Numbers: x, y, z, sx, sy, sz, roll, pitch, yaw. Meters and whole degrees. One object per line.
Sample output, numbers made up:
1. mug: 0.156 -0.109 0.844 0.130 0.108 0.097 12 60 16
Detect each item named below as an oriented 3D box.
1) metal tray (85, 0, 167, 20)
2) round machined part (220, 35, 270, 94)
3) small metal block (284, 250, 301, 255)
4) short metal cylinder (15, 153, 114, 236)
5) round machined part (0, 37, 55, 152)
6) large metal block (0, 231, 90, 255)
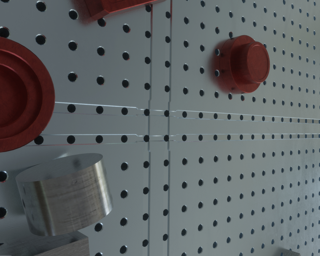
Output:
1. metal tray: -0.038 -0.192 0.373 0.131 0.030 0.090 -32 110 -35
2. round machined part: 0.149 -0.108 0.522 0.099 0.042 0.097 0 90 -40
3. small metal block: 0.271 0.290 0.637 0.050 0.025 0.050 -36 112 -34
4. short metal cylinder: -0.090 0.060 0.298 0.081 0.080 0.050 -18 102 -39
5. round machined part: -0.149 -0.028 0.273 0.099 0.042 0.097 0 90 -40
6. large metal block: -0.114 0.149 0.297 0.081 0.050 0.079 -7 94 -40
